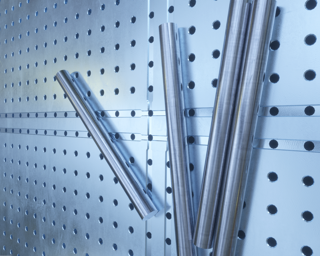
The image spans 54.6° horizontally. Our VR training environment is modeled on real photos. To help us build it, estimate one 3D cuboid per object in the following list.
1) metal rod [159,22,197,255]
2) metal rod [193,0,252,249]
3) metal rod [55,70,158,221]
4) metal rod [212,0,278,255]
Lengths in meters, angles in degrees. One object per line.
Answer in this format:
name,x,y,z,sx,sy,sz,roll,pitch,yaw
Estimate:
metal rod,0.022,0.017,0.391,0.025,0.025,0.299,-8,85,40
metal rod,0.071,-0.010,0.351,0.025,0.025,0.298,13,98,39
metal rod,-0.094,0.012,0.488,0.025,0.025,0.300,-52,60,27
metal rod,0.089,0.017,0.336,0.025,0.025,0.298,13,98,39
